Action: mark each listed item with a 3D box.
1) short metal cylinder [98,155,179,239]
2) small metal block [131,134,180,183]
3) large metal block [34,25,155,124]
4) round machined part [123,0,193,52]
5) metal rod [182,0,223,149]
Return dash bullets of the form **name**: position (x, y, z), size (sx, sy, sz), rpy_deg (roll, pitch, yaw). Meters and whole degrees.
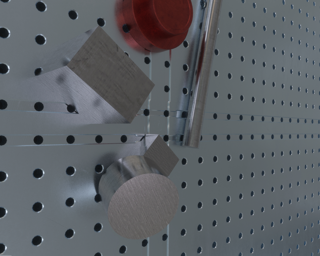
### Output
- **short metal cylinder**: position (-0.025, 0.078, 0.354), size (0.081, 0.050, 0.079), rpy_deg (-7, 110, -21)
- **small metal block**: position (-0.009, 0.043, 0.402), size (0.050, 0.025, 0.050), rpy_deg (51, 60, -28)
- **large metal block**: position (-0.067, -0.048, 0.317), size (0.080, 0.080, 0.050), rpy_deg (44, 64, -31)
- **round machined part**: position (0.005, -0.151, 0.402), size (0.099, 0.042, 0.097), rpy_deg (0, 90, -40)
- **metal rod**: position (0.070, -0.118, 0.467), size (0.025, 0.025, 0.299), rpy_deg (17, 79, -39)
